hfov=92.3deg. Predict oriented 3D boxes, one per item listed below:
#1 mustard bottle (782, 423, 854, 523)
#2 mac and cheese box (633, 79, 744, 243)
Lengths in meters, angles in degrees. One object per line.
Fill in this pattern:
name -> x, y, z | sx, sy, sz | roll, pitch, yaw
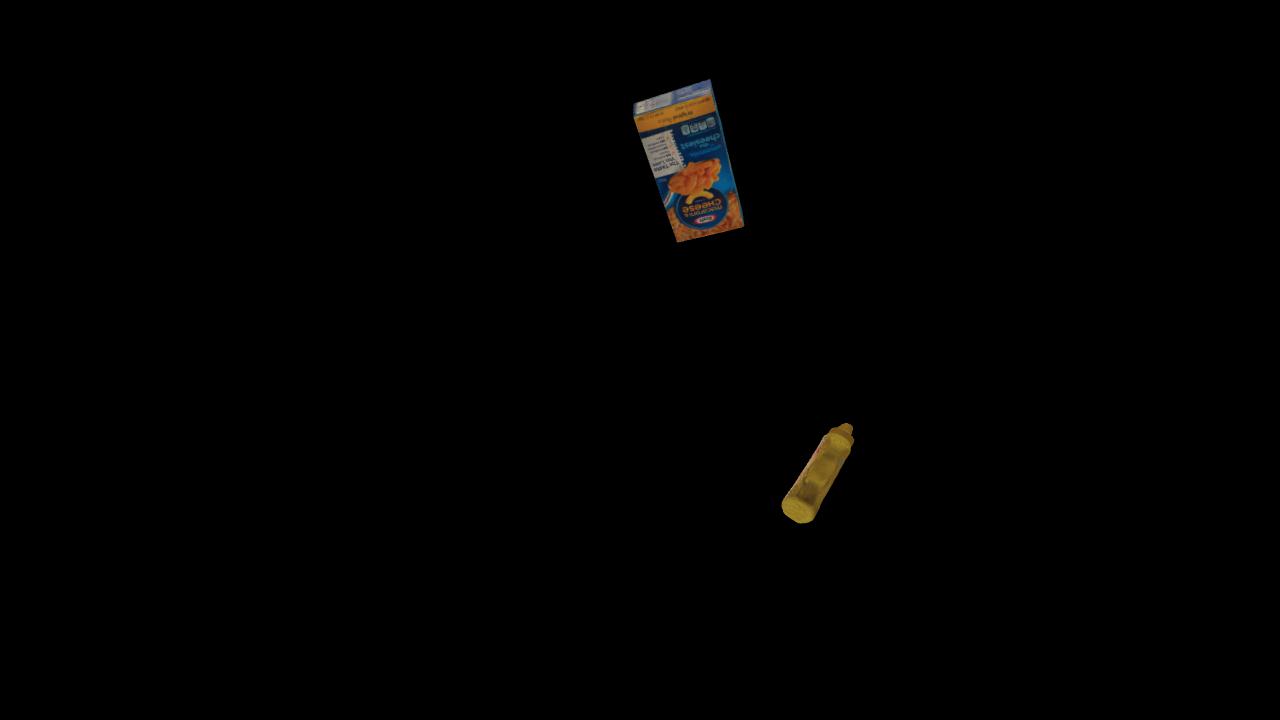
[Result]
mustard bottle -> 0.298, 0.174, 0.998 | 0.054, 0.184, 0.092 | 29, -27, 22
mac and cheese box -> 0.063, -0.232, 0.744 | 0.093, 0.041, 0.184 | -12, -43, 14
